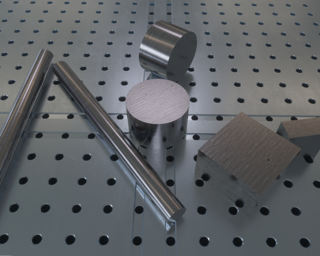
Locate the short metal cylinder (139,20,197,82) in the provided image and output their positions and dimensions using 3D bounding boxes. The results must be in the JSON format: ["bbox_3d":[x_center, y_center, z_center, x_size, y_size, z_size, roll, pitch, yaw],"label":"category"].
[{"bbox_3d":[0.013,-0.115,0.469,0.050,0.080,0.080,30,56,22],"label":"short metal cylinder"}]

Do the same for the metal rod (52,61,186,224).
[{"bbox_3d":[-0.069,0.000,0.407,0.025,0.025,0.300,-29,56,-22],"label":"metal rod"}]

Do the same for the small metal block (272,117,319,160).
[{"bbox_3d":[0.170,0.015,0.380,0.050,0.050,0.025,-7,51,-6],"label":"small metal block"}]

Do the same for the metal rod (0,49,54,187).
[{"bbox_3d":[-0.192,-0.004,0.409,0.025,0.025,0.300,2,50,1],"label":"metal rod"}]

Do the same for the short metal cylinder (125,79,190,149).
[{"bbox_3d":[-0.003,-0.019,0.408,0.081,0.050,0.080,0,50,0],"label":"short metal cylinder"}]

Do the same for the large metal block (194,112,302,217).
[{"bbox_3d":[0.099,0.039,0.359,0.080,0.050,0.080,37,59,27],"label":"large metal block"}]
